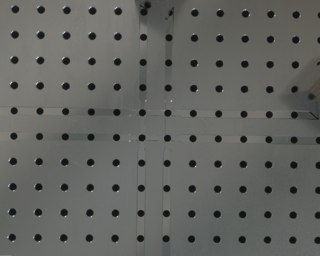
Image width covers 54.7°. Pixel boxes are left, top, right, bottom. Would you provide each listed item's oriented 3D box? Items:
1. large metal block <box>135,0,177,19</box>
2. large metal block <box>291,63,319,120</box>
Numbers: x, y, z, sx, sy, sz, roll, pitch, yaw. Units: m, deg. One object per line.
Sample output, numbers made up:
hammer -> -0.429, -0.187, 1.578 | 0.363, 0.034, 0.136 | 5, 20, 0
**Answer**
large metal block -> 0.006, -0.196, 0.386 | 0.050, 0.080, 0.080 | 27, 90, -1
large metal block -> 0.238, -0.050, 0.404 | 0.080, 0.050, 0.080 | 42, 90, -1
